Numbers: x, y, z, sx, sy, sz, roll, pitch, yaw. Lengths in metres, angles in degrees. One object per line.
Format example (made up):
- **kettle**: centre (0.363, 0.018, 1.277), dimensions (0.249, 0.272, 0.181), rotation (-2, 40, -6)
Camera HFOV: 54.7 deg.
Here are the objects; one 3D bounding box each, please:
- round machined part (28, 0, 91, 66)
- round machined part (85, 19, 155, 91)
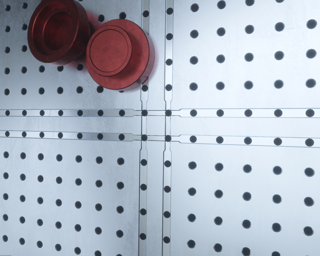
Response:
- **round machined part**: centre (-0.140, -0.136, 0.446), dimensions (0.098, 0.042, 0.097), rotation (-2, 85, 28)
- **round machined part**: centre (-0.061, -0.101, 0.424), dimensions (0.098, 0.042, 0.097), rotation (0, 90, 19)
